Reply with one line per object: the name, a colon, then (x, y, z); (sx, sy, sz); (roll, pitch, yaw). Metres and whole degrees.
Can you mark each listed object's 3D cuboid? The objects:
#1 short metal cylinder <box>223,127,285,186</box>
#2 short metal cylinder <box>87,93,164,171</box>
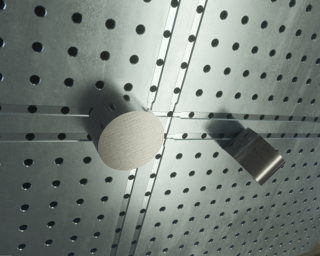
short metal cylinder: (0.145, 0.044, 0.482); (0.050, 0.080, 0.080); (-45, 129, 3)
short metal cylinder: (-0.042, 0.004, 0.375); (0.081, 0.050, 0.079); (-14, 124, -21)
